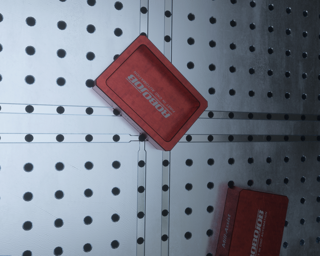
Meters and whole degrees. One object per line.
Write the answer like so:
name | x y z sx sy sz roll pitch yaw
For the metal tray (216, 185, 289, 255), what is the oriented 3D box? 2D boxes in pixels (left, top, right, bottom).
metal tray | 0.137 0.158 0.463 0.091 0.030 0.129 13 86 -20

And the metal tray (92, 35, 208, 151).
metal tray | -0.011 -0.043 0.406 0.130 0.030 0.090 44 76 -15
